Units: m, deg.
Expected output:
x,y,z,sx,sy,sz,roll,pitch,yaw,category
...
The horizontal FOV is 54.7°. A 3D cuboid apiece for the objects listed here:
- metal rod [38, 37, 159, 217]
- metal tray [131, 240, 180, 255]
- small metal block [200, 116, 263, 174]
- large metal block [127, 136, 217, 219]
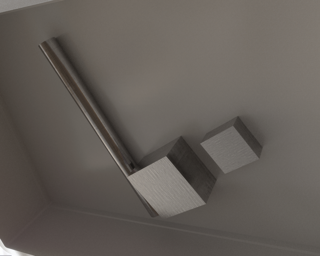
x,y,z,sx,sy,sz,roll,pitch,yaw,category
-0.078,0.009,0.453,0.025,0.025,0.299,-20,108,35,metal rod
-0.007,0.268,0.575,0.090,0.030,0.129,44,129,-3,metal tray
0.087,0.021,0.376,0.050,0.025,0.050,-34,100,38,small metal block
0.016,0.070,0.426,0.080,0.050,0.080,-33,101,38,large metal block
